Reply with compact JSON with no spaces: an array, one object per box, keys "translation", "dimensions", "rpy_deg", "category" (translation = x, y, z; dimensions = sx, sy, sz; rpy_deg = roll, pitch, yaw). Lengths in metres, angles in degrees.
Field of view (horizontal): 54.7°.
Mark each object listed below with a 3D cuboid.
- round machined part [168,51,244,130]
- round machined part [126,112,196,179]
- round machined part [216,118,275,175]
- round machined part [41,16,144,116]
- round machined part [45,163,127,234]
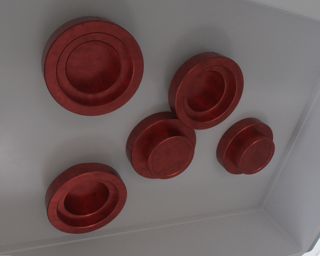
[{"translation":[0.054,-0.050,0.396],"dimensions":[0.099,0.042,0.097],"rpy_deg":[-14,124,-21],"category":"round machined part"},{"translation":[0.007,0.030,0.420],"dimensions":[0.099,0.042,0.097],"rpy_deg":[-14,124,-21],"category":"round machined part"},{"translation":[0.144,0.036,0.498],"dimensions":[0.099,0.042,0.097],"rpy_deg":[-14,124,-21],"category":"round machined part"},{"translation":[-0.070,-0.065,0.319],"dimensions":[0.099,0.042,0.097],"rpy_deg":[-14,124,-21],"category":"round machined part"},{"translation":[-0.096,0.084,0.397],"dimensions":[0.099,0.042,0.097],"rpy_deg":[-14,124,-21],"category":"round machined part"}]
